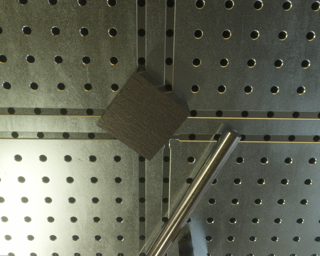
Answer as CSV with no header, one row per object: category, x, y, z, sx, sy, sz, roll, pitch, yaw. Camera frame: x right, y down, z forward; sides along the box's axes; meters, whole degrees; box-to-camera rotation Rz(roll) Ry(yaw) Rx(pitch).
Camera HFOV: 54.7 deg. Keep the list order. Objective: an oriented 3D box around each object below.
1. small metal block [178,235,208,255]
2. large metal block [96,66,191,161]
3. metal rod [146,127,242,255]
small metal block,0.054,0.203,0.476,0.025,0.050,0.050,-34,107,11
large metal block,-0.020,-0.019,0.393,0.080,0.050,0.080,36,106,-13
metal rod,0.031,0.131,0.462,0.025,0.025,0.298,26,108,-10
